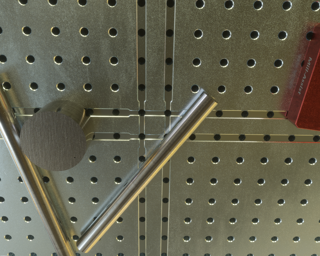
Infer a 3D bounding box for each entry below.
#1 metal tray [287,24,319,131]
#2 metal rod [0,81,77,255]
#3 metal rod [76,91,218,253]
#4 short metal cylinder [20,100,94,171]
[{"bbox_3d":[0.227,-0.059,0.392,0.091,0.030,0.129,8,110,-4],"label":"metal tray"},{"bbox_3d":[-0.179,0.073,0.437,0.025,0.025,0.298,-14,110,4],"label":"metal rod"},{"bbox_3d":[-0.026,0.071,0.439,0.025,0.025,0.299,36,106,-13],"label":"metal rod"},{"bbox_3d":[-0.130,0.009,0.402,0.081,0.050,0.079,0,110,0],"label":"short metal cylinder"}]
